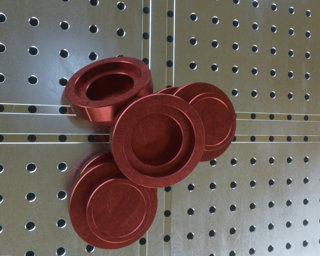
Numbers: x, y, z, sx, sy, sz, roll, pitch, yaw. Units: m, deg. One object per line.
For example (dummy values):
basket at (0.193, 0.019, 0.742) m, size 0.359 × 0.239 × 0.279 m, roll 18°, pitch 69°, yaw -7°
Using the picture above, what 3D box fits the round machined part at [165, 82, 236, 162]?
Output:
round machined part at (0.051, -0.007, 0.376) m, size 0.099 × 0.042 × 0.097 m, roll 0°, pitch 89°, yaw -20°

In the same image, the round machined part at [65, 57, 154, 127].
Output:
round machined part at (-0.056, -0.039, 0.362) m, size 0.099 × 0.098 × 0.042 m, roll -29°, pitch 135°, yaw -18°

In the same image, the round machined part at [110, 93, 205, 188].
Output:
round machined part at (-0.005, 0.011, 0.333) m, size 0.099 × 0.042 × 0.097 m, roll -3°, pitch 99°, yaw -17°

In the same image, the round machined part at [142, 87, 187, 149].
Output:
round machined part at (0.023, -0.003, 0.390) m, size 0.099 × 0.042 × 0.097 m, roll 0°, pitch 90°, yaw -20°

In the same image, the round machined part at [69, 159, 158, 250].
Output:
round machined part at (-0.048, 0.085, 0.340) m, size 0.099 × 0.042 × 0.097 m, roll 0°, pitch 90°, yaw -20°

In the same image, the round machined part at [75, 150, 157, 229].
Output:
round machined part at (-0.049, 0.075, 0.363) m, size 0.099 × 0.042 × 0.097 m, roll 0°, pitch 90°, yaw -20°
